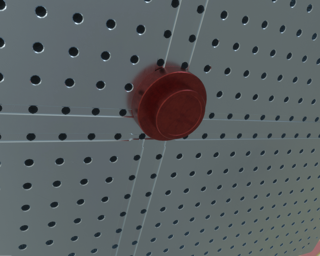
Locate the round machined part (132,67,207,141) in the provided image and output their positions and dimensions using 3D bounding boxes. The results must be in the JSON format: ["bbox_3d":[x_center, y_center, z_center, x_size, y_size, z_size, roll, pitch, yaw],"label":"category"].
[{"bbox_3d":[0.018,-0.025,0.394,0.099,0.042,0.097,-14,124,-21],"label":"round machined part"}]
